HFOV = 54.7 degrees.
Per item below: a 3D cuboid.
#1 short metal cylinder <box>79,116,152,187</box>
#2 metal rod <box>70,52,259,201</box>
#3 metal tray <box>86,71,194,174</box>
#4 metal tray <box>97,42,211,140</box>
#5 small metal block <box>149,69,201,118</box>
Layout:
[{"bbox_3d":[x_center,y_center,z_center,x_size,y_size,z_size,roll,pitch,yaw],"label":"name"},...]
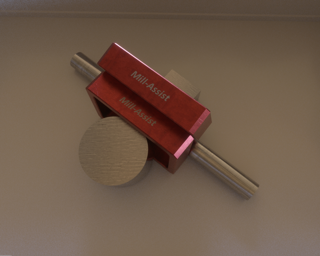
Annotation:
[{"bbox_3d":[-0.051,0.031,0.377,0.080,0.050,0.080,-1,77,5],"label":"short metal cylinder"},{"bbox_3d":[-0.002,-0.009,0.413,0.300,0.025,0.025,37,74,12],"label":"metal rod"},{"bbox_3d":[-0.024,-0.003,0.375,0.130,0.090,0.030,37,74,12],"label":"metal tray"},{"bbox_3d":[-0.002,-0.039,0.361,0.130,0.090,0.030,37,91,12],"label":"metal tray"},{"bbox_3d":[0.019,-0.044,0.424,0.050,0.025,0.050,39,74,12],"label":"small metal block"}]
